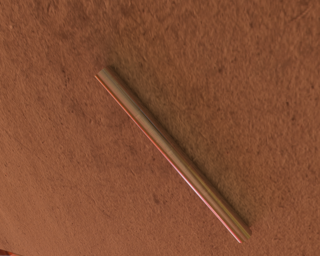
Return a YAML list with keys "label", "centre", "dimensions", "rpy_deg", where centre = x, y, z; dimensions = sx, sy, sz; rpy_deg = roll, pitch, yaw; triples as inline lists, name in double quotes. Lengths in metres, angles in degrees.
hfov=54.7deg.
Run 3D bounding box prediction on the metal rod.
- label: "metal rod"
  centre: [0.023, 0.039, 0.418]
  dimensions: [0.300, 0.025, 0.025]
  rpy_deg: [49, 128, -7]
